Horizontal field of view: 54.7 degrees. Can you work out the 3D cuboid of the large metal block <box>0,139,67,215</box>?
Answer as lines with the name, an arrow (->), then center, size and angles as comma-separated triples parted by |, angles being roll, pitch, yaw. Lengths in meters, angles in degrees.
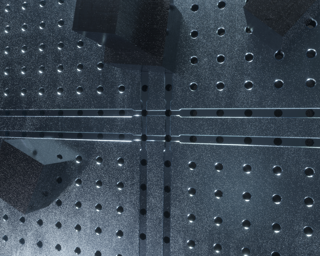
large metal block -> -0.202, 0.070, 0.469 | 0.080, 0.050, 0.080 | 26, 98, 17

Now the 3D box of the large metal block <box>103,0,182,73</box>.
large metal block -> -0.022, -0.118, 0.406 | 0.080, 0.050, 0.079 | 8, 93, 19

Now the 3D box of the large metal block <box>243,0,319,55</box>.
large metal block -> 0.140, -0.134, 0.334 | 0.050, 0.080, 0.080 | 44, 104, 14

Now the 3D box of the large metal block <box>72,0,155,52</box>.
large metal block -> -0.047, -0.136, 0.346 | 0.050, 0.080, 0.079 | 11, 94, 19
